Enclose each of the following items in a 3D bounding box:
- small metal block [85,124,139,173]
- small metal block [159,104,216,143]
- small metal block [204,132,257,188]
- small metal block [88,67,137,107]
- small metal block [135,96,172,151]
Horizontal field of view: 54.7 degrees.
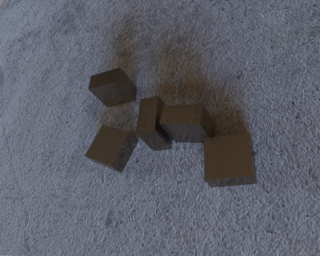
[{"bbox_3d":[-0.066,0.027,0.422,0.050,0.025,0.050,15,69,34],"label":"small metal block"},{"bbox_3d":[0.035,-0.004,0.372,0.050,0.050,0.025,0,62,28],"label":"small metal block"},{"bbox_3d":[0.077,0.036,0.342,0.050,0.025,0.050,-10,57,23],"label":"small metal block"},{"bbox_3d":[-0.069,-0.059,0.460,0.050,0.050,0.025,-11,57,22],"label":"small metal block"},{"bbox_3d":[-0.005,-0.005,0.393,0.025,0.050,0.050,-8,58,24],"label":"small metal block"}]
